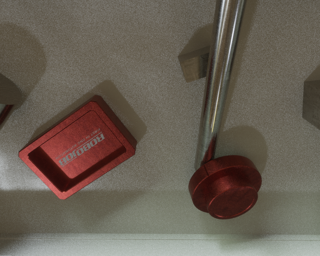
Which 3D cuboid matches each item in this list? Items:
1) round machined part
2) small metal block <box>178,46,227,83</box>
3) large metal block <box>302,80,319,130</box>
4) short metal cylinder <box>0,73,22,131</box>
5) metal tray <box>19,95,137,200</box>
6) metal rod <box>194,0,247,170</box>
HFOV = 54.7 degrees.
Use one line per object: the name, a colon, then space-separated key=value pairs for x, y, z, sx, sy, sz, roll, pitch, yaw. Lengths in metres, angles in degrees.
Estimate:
round machined part: x=0.091 y=0.086 z=0.418 sx=0.099 sy=0.042 sz=0.097 roll=-7 pitch=130 yaw=-9
small metal block: x=0.050 y=-0.078 z=0.370 sx=0.050 sy=0.050 sz=0.025 roll=-18 pitch=109 yaw=6
large metal block: x=0.231 y=-0.028 z=0.375 sx=0.080 sy=0.080 sz=0.050 roll=-6 pitch=110 yaw=2
short metal cylinder: x=-0.215 y=-0.035 z=0.366 sx=0.080 sy=0.080 sz=0.050 roll=37 pitch=106 yaw=-13
metal tray: x=-0.108 y=0.028 z=0.417 sx=0.130 sy=0.030 sz=0.090 roll=-33 pitch=107 yaw=11
metal rod: x=0.060 y=-0.046 z=0.325 sx=0.025 sy=0.025 sz=0.298 roll=-1 pitch=138 yaw=0
